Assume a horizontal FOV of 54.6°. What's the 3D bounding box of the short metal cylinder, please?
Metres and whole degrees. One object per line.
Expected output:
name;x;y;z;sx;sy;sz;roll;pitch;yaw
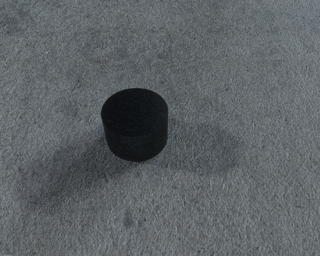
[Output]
short metal cylinder;-0.030;-0.005;0.391;0.080;0.050;0.080;0;50;0
